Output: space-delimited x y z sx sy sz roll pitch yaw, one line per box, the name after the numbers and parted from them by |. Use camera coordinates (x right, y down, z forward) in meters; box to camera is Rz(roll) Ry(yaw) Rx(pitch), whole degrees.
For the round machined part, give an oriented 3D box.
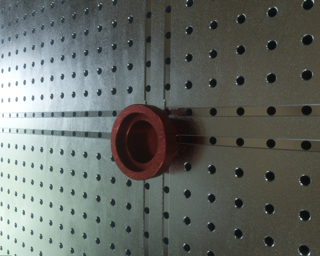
-0.017 0.018 0.410 0.098 0.042 0.097 0 90 39 | round machined part
